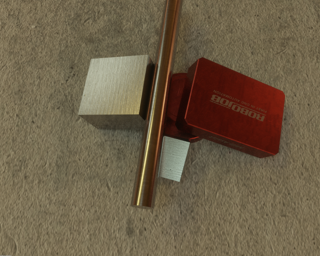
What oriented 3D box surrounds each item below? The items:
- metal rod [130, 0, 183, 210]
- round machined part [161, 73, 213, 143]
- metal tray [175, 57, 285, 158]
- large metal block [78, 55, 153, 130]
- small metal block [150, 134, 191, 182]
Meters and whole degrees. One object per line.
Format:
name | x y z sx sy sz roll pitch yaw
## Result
metal rod | 0.001 -0.053 0.384 0.025 0.025 0.299 7 68 2
round machined part | 0.032 -0.031 0.412 0.099 0.042 0.098 0 70 0
metal tray | 0.092 -0.023 0.392 0.131 0.030 0.090 19 71 -15
large metal block | -0.049 -0.044 0.400 0.080 0.050 0.080 0 69 19
small metal block | 0.007 0.034 0.387 0.050 0.025 0.050 15 96 6
